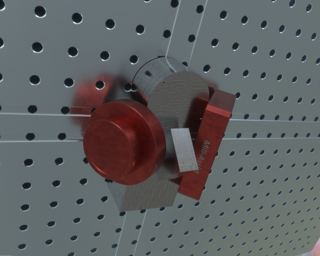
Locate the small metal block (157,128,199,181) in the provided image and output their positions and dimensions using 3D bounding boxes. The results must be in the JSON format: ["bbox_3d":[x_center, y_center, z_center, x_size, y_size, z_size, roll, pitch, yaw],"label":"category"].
[{"bbox_3d":[0.016,0.032,0.368,0.025,0.050,0.050,-2,162,-31],"label":"small metal block"}]

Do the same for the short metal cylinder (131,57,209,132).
[{"bbox_3d":[0.012,-0.040,0.376,0.081,0.050,0.079,-14,124,-21],"label":"short metal cylinder"}]

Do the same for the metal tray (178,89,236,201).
[{"bbox_3d":[0.064,0.021,0.419,0.030,0.090,0.129,20,115,10],"label":"metal tray"}]

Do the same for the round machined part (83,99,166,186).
[{"bbox_3d":[-0.046,0.019,0.345,0.042,0.098,0.097,-26,137,-56],"label":"round machined part"}]

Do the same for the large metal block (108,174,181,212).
[{"bbox_3d":[-0.017,0.063,0.424,0.081,0.050,0.079,2,118,-30],"label":"large metal block"}]
